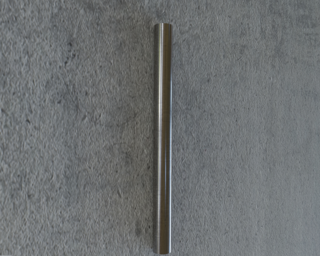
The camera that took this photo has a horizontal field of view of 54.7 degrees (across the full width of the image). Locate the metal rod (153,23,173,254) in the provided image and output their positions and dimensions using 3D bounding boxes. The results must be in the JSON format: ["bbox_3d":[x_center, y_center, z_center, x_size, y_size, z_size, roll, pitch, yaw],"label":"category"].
[{"bbox_3d":[0.004,0.014,0.411,0.025,0.025,0.298,0,90,-40],"label":"metal rod"}]
